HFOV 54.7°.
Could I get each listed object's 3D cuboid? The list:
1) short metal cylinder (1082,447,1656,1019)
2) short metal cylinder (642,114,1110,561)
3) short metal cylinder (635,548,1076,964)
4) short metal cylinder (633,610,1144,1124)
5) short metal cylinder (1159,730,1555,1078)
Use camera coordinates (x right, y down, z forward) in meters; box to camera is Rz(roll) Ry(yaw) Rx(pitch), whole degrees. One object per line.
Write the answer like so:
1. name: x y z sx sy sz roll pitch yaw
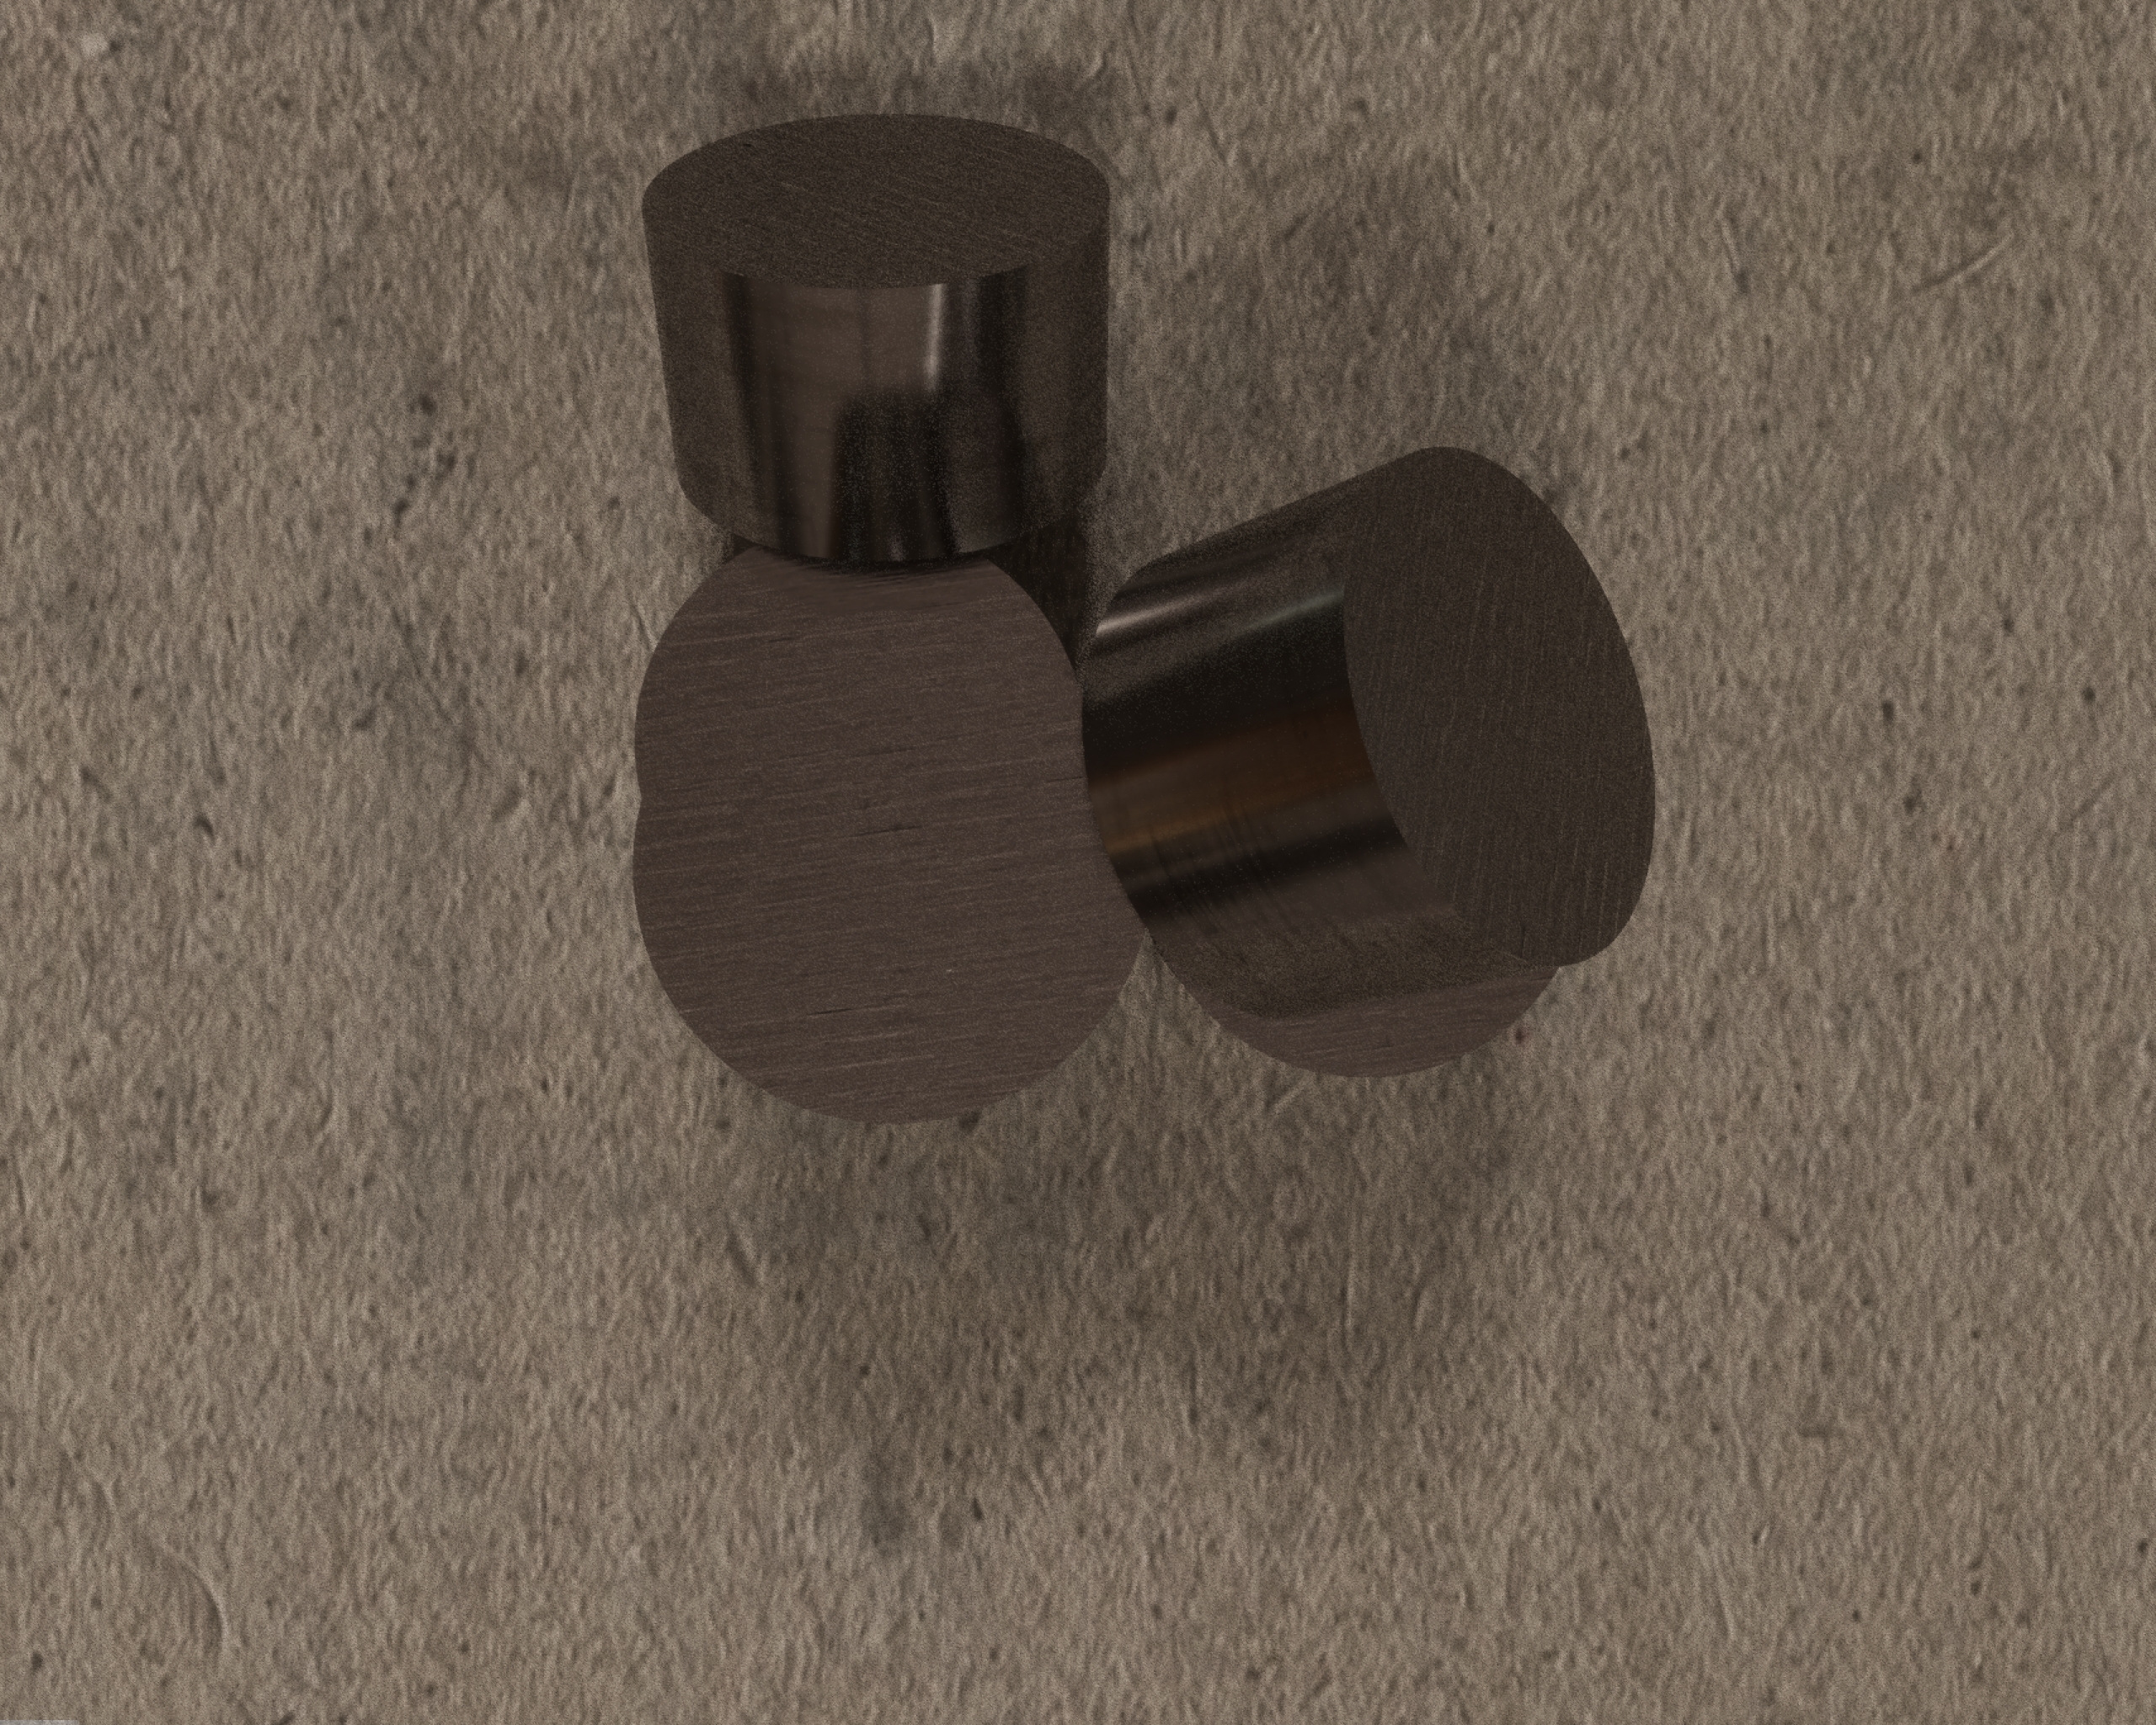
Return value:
1. short metal cylinder: 0.047 -0.019 0.327 0.050 0.081 0.080 -17 90 42
2. short metal cylinder: -0.035 -0.097 0.377 0.081 0.080 0.050 0 129 -1
3. short metal cylinder: -0.039 -0.022 0.398 0.081 0.050 0.079 0 90 -1
4. short metal cylinder: -0.029 0.001 0.348 0.081 0.050 0.079 0 90 -1
5. short metal cylinder: 0.052 -0.001 0.399 0.081 0.050 0.079 0 90 -1
